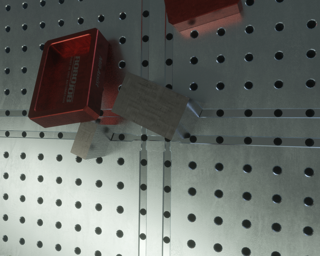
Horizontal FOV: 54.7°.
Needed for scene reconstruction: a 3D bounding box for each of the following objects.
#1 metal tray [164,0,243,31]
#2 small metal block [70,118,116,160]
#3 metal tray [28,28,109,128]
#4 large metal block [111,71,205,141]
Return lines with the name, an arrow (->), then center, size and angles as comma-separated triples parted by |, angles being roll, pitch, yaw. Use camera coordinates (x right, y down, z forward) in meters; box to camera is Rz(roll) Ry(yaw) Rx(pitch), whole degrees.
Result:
metal tray -> 0.046, -0.201, 0.393 | 0.090, 0.030, 0.129 | -12, 86, 19
small metal block -> -0.092, 0.014, 0.430 | 0.025, 0.050, 0.050 | 23, 98, 18
metal tray -> -0.123, -0.069, 0.424 | 0.090, 0.030, 0.130 | -8, 63, 19
large metal block -> 0.001, -0.026, 0.382 | 0.080, 0.080, 0.050 | 26, 99, 18
